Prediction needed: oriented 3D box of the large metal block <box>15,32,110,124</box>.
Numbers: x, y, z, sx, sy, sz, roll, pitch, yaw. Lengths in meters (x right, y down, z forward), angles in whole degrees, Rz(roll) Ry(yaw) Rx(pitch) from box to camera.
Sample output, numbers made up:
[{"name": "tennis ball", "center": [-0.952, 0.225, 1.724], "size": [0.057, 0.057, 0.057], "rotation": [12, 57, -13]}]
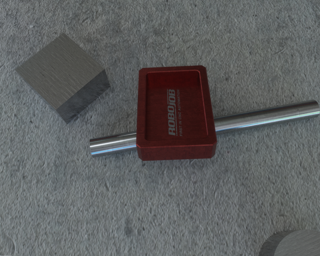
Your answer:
[{"name": "large metal block", "center": [-0.128, -0.066, 0.418], "size": [0.080, 0.050, 0.080], "rotation": [42, 75, 13]}]

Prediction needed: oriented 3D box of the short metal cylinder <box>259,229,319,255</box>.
[{"name": "short metal cylinder", "center": [0.156, 0.154, 0.340], "size": [0.081, 0.050, 0.080], "rotation": [0, 70, 0]}]

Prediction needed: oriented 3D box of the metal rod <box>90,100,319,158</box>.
[{"name": "metal rod", "center": [0.061, 0.000, 0.408], "size": [0.302, 0.025, 0.025], "rotation": [-10, 71, -4]}]

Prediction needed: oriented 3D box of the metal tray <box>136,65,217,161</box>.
[{"name": "metal tray", "center": [0.018, -0.023, 0.392], "size": [0.091, 0.030, 0.130], "rotation": [-2, 53, 1]}]
